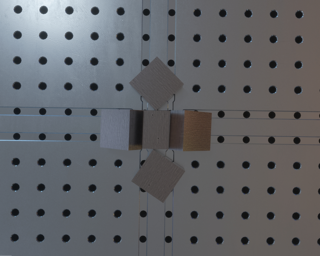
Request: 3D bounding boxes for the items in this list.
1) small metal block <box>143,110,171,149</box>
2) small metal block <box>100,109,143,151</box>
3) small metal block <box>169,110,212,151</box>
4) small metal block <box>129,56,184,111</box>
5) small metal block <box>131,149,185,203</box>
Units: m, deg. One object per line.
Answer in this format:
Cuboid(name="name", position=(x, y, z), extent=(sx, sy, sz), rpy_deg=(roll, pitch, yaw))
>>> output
Cuboid(name="small metal block", position=(-0.004, 0.002, 0.413), extent=(0.050, 0.025, 0.050), rpy_deg=(1, 89, 0))
Cuboid(name="small metal block", position=(-0.050, 0.001, 0.400), extent=(0.050, 0.025, 0.050), rpy_deg=(3, 91, 36))
Cuboid(name="small metal block", position=(0.040, 0.004, 0.400), extent=(0.050, 0.025, 0.050), rpy_deg=(3, 90, -41))
Cuboid(name="small metal block", position=(-0.004, -0.058, 0.413), extent=(0.050, 0.025, 0.050), rpy_deg=(-44, 89, -1))
Cuboid(name="small metal block", position=(-0.002, 0.062, 0.413), extent=(0.050, 0.025, 0.050), rpy_deg=(34, 90, 1))
